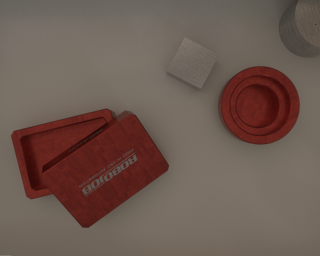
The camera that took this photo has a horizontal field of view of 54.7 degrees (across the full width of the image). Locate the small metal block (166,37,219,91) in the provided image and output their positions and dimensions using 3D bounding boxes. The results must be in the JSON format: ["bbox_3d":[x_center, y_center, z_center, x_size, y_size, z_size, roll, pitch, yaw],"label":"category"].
[{"bbox_3d":[0.043,-0.084,0.412,0.050,0.025,0.050,28,90,-1],"label":"small metal block"}]

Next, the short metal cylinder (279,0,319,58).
[{"bbox_3d":[0.204,-0.137,0.402,0.081,0.050,0.079,0,90,-1],"label":"short metal cylinder"}]

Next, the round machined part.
[{"bbox_3d":[0.125,-0.028,0.405,0.099,0.042,0.097,0,90,-1],"label":"round machined part"}]

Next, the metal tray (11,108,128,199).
[{"bbox_3d":[-0.116,0.033,0.407,0.131,0.030,0.089,-14,90,-1],"label":"metal tray"}]

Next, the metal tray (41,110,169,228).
[{"bbox_3d":[-0.066,0.050,0.385,0.130,0.030,0.090,-35,110,-8],"label":"metal tray"}]
